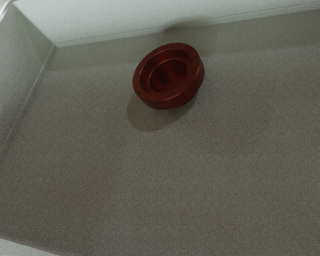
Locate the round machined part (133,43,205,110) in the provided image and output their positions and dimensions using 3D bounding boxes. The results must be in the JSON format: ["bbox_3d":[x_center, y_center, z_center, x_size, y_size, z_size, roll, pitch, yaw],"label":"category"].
[{"bbox_3d":[0.015,-0.066,0.428,0.098,0.042,0.098,-13,56,21],"label":"round machined part"}]
